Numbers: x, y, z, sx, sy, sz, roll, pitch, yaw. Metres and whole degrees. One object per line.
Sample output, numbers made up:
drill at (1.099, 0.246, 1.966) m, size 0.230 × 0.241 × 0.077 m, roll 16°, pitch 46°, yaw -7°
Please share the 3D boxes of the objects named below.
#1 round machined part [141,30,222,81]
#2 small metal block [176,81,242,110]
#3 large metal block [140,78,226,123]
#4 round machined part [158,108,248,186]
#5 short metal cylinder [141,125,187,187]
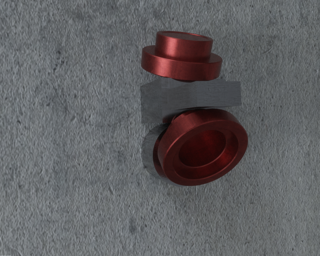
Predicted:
round machined part at (0.027, -0.092, 0.378) m, size 0.099 × 0.098 × 0.042 m, roll -2°, pitch 116°, yaw -20°
small metal block at (0.051, -0.034, 0.331) m, size 0.050 × 0.050 × 0.025 m, roll -3°, pitch 91°, yaw -20°
large metal block at (0.026, -0.032, 0.391) m, size 0.081 × 0.080 × 0.050 m, roll -2°, pitch 91°, yaw -20°
round machined part at (0.044, 0.017, 0.348) m, size 0.099 × 0.042 × 0.097 m, roll -11°, pitch 132°, yaw -13°
short metal cylinder at (0.020, 0.033, 0.407) m, size 0.081 × 0.050 × 0.079 m, roll 0°, pitch 90°, yaw -21°
